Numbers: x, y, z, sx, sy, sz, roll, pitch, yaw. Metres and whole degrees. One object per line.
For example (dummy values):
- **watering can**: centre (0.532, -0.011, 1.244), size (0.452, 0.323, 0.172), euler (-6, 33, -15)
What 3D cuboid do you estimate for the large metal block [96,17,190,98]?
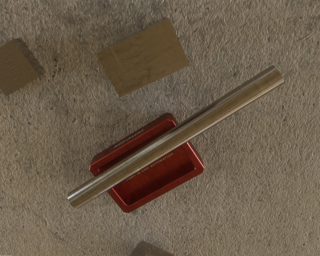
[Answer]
- **large metal block**: centre (-0.017, -0.083, 0.350), size (0.080, 0.080, 0.050), euler (-24, 109, 8)

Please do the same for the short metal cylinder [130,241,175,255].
- **short metal cylinder**: centre (-0.018, 0.217, 0.460), size (0.050, 0.080, 0.080), euler (29, 107, -10)

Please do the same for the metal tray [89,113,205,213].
- **metal tray**: centre (-0.017, 0.050, 0.425), size (0.130, 0.030, 0.090), euler (-31, 108, 10)

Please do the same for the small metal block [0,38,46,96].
- **small metal block**: centre (-0.179, -0.075, 0.380), size (0.050, 0.025, 0.050), euler (-29, 108, 9)

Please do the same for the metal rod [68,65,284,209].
- **metal rod**: centre (0.011, 0.017, 0.383), size (0.300, 0.025, 0.025), euler (-32, 107, 10)
